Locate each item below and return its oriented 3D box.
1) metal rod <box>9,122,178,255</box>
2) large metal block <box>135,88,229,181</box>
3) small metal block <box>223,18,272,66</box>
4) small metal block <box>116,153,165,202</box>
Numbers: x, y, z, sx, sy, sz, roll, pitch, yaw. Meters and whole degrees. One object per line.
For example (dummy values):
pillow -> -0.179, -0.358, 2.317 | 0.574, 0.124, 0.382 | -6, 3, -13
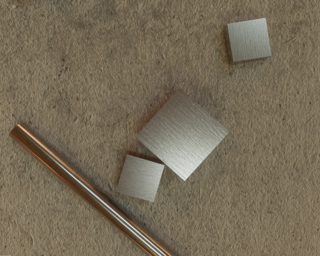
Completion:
metal rod -> -0.075, 0.100, 0.409 | 0.300, 0.025, 0.025 | 41, 90, -1
large metal block -> 0.027, 0.008, 0.398 | 0.080, 0.050, 0.080 | 42, 90, -1
small metal block -> 0.115, -0.114, 0.411 | 0.050, 0.025, 0.050 | -9, 90, -1
small metal block -> -0.025, 0.065, 0.410 | 0.050, 0.025, 0.050 | 16, 90, -1
